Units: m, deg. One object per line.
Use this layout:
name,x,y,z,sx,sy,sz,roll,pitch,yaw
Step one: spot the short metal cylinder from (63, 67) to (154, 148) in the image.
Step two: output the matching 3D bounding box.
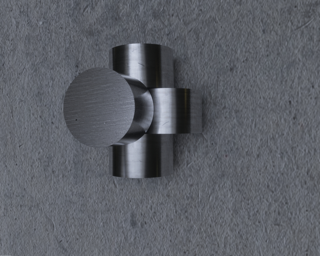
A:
short metal cylinder,-0.053,-0.020,0.329,0.080,0.050,0.079,0,90,19

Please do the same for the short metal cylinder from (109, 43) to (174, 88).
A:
short metal cylinder,-0.023,-0.070,0.388,0.080,0.080,0.050,-2,90,19

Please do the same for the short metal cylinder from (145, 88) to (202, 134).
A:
short metal cylinder,0.011,-0.019,0.376,0.080,0.080,0.050,0,90,19

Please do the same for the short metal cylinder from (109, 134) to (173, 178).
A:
short metal cylinder,-0.023,0.031,0.388,0.080,0.080,0.050,0,90,19

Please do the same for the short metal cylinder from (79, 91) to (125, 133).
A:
short metal cylinder,-0.066,-0.018,0.403,0.080,0.080,0.050,-1,90,19
